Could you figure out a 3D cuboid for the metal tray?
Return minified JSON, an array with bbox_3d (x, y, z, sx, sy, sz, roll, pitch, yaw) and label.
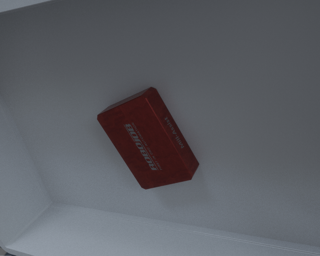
[{"bbox_3d":[-0.016,0.019,0.424,0.090,0.030,0.130,-20,108,35],"label":"metal tray"}]
